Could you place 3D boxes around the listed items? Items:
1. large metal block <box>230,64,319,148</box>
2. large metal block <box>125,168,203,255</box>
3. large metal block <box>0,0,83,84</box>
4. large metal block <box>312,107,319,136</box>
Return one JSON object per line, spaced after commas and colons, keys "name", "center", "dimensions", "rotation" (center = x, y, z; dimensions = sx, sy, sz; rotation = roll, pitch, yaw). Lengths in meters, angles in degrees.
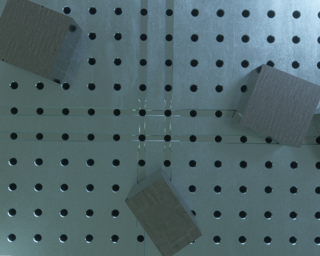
{"name": "large metal block", "center": [0.149, -0.027, 0.403], "dimensions": [0.080, 0.050, 0.080], "rotation": [22, 90, -1]}
{"name": "large metal block", "center": [0.004, 0.101, 0.386], "dimensions": [0.050, 0.080, 0.080], "rotation": [-34, 90, 0]}
{"name": "large metal block", "center": [-0.158, -0.111, 0.399], "dimensions": [0.080, 0.050, 0.080], "rotation": [22, 90, -1]}
{"name": "large metal block", "center": [0.259, -0.004, 0.404], "dimensions": [0.080, 0.050, 0.080], "rotation": [-30, 90, 0]}
